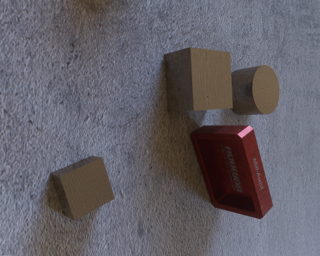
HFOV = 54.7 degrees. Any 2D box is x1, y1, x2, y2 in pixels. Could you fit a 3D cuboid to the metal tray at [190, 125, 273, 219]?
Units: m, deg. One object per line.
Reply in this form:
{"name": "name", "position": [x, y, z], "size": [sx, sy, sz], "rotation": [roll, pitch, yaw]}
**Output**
{"name": "metal tray", "position": [0.102, 0.061, 0.448], "size": [0.030, 0.090, 0.129], "rotation": [-31, 109, -36]}

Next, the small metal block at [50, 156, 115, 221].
{"name": "small metal block", "position": [-0.083, 0.063, 0.335], "size": [0.050, 0.025, 0.050], "rotation": [-23, 105, -38]}

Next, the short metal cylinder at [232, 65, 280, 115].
{"name": "short metal cylinder", "position": [0.156, -0.062, 0.519], "size": [0.081, 0.050, 0.080], "rotation": [0, 90, -40]}

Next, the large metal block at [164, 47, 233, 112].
{"name": "large metal block", "position": [0.055, -0.065, 0.434], "size": [0.081, 0.050, 0.079], "rotation": [-6, 94, -40]}
